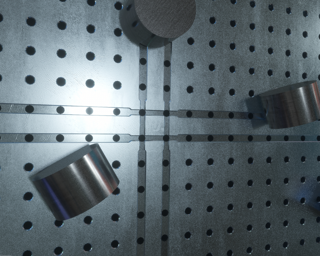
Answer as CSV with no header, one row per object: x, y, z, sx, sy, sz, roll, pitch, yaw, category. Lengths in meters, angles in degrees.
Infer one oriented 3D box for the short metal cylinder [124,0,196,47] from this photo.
-0.001,-0.150,0.400,0.081,0.050,0.079,0,90,-21,short metal cylinder

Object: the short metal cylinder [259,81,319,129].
0.194,-0.035,0.457,0.081,0.080,0.050,-19,97,-19,short metal cylinder

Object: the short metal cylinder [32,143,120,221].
-0.093,0.059,0.350,0.080,0.080,0.050,-31,101,-18,short metal cylinder
